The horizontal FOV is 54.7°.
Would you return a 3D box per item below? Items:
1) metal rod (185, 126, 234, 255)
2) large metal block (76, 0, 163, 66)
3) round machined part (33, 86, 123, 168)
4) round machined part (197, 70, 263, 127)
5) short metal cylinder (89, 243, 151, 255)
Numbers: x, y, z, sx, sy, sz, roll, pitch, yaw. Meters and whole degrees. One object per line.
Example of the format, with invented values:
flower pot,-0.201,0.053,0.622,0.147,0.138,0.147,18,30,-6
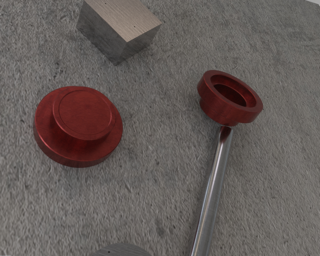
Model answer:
metal rod,0.051,0.116,0.359,0.025,0.025,0.300,29,52,-10
large metal block,-0.058,-0.148,0.447,0.080,0.050,0.080,45,51,3
round machined part,-0.088,-0.008,0.350,0.099,0.042,0.098,14,56,-21
round machined part,0.098,-0.040,0.458,0.099,0.042,0.098,19,36,-15
short metal cylinder,-0.041,0.148,0.275,0.081,0.050,0.080,14,56,-21
